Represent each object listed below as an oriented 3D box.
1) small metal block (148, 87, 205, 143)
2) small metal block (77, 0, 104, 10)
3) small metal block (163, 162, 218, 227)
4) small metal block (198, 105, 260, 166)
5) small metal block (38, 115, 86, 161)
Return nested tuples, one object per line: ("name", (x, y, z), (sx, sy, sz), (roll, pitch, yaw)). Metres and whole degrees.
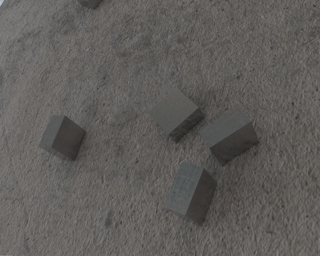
("small metal block", (0.021, -0.017, 0.403), (0.050, 0.025, 0.050), (-42, 51, -1))
("small metal block", (-0.142, -0.279, 0.650), (0.050, 0.025, 0.050), (31, 79, 38))
("small metal block", (0.034, 0.070, 0.327), (0.025, 0.050, 0.050), (12, 68, 33))
("small metal block", (0.077, 0.010, 0.341), (0.050, 0.050, 0.025), (-34, 52, 6))
("small metal block", (-0.141, 0.015, 0.452), (0.025, 0.050, 0.050), (2, 63, 29))
